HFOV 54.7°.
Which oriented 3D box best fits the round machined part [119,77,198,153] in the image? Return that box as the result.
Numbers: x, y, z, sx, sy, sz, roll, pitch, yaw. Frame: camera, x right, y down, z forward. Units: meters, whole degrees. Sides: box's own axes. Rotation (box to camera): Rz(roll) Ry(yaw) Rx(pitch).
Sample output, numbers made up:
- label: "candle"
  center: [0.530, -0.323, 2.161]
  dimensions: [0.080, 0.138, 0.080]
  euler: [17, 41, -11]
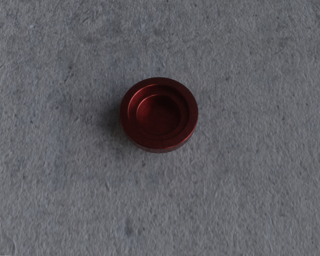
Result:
- label: "round machined part"
  center: [-0.001, -0.014, 0.404]
  dimensions: [0.099, 0.042, 0.098]
  euler: [0, 70, -1]
